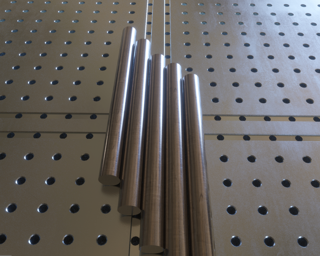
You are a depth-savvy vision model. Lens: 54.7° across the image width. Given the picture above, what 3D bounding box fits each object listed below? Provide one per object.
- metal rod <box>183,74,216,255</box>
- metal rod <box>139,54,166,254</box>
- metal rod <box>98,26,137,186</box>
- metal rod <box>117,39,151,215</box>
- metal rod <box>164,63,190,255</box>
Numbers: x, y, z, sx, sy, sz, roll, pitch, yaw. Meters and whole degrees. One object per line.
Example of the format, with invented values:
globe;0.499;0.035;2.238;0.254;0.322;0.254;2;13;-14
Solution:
metal rod;0.044;0.042;0.372;0.025;0.025;0.300;1;50;0
metal rod;-0.006;0.005;0.402;0.025;0.025;0.300;1;50;0
metal rod;-0.056;-0.055;0.452;0.025;0.025;0.300;1;50;0
metal rod;-0.031;-0.026;0.428;0.025;0.025;0.300;1;50;0
metal rod;0.019;0.022;0.388;0.025;0.025;0.300;1;50;0
